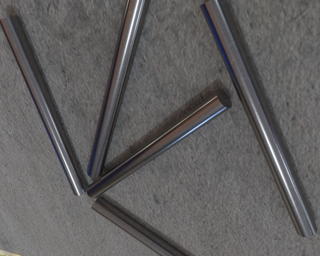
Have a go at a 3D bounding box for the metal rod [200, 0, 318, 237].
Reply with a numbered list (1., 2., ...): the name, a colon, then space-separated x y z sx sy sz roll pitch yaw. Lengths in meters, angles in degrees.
1. metal rod: 0.117 0.001 0.345 0.025 0.025 0.299 -16 110 34

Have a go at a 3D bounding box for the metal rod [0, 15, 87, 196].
1. metal rod: -0.173 -0.019 0.483 0.025 0.025 0.298 0 119 28

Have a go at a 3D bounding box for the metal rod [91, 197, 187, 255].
1. metal rod: 0.012 0.212 0.529 0.301 0.025 0.025 33 129 6

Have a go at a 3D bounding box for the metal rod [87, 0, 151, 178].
1. metal rod: -0.063 -0.038 0.414 0.025 0.025 0.298 29 128 9

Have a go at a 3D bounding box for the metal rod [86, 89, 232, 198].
1. metal rod: -0.022 0.038 0.439 0.025 0.025 0.299 48 128 -6
